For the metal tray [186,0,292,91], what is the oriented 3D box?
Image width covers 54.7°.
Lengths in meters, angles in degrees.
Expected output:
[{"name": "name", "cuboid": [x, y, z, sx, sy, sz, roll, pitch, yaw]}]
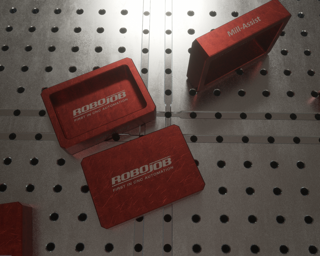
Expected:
[{"name": "metal tray", "cuboid": [0.102, -0.108, 0.418, 0.131, 0.090, 0.030, -29, 73, -10]}]

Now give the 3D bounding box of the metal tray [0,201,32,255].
[{"name": "metal tray", "cuboid": [-0.219, 0.140, 0.355, 0.131, 0.030, 0.090, -8, 70, -3]}]

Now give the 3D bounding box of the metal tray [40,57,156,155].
[{"name": "metal tray", "cuboid": [-0.081, -0.031, 0.419, 0.131, 0.030, 0.090, -24, 72, -9]}]

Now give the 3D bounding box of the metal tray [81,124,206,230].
[{"name": "metal tray", "cuboid": [-0.021, 0.060, 0.387, 0.131, 0.030, 0.090, -21, 72, -8]}]
